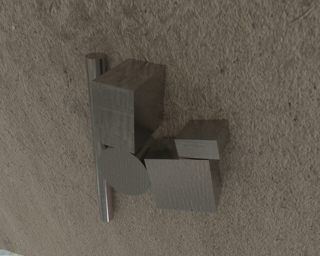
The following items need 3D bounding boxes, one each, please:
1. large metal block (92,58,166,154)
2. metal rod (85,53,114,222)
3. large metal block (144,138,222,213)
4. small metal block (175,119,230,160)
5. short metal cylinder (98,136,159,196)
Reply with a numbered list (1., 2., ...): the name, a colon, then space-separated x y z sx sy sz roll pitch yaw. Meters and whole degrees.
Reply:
1. large metal block: -0.034 -0.029 0.371 0.050 0.080 0.079 15 125 19
2. metal rod: -0.089 0.033 0.474 0.025 0.025 0.298 16 125 19
3. large metal block: 0.033 0.060 0.405 0.080 0.050 0.080 -1 118 21
4. small metal block: 0.052 0.012 0.371 0.050 0.050 0.025 0 119 28
5. short metal cylinder: -0.040 0.049 0.442 0.080 0.050 0.079 13 124 21
